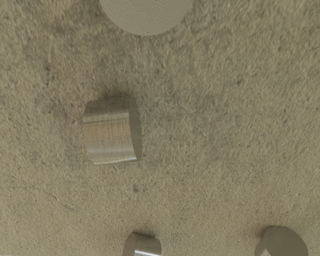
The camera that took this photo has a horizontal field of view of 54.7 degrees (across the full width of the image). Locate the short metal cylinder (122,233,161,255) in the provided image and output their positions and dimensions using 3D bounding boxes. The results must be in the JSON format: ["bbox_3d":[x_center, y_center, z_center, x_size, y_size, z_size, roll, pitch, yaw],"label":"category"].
[{"bbox_3d":[-0.037,0.242,0.577,0.050,0.080,0.079,19,128,-16],"label":"short metal cylinder"}]

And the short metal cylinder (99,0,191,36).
[{"bbox_3d":[-0.013,-0.131,0.279,0.081,0.050,0.079,0,130,0],"label":"short metal cylinder"}]

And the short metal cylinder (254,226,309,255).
[{"bbox_3d":[0.222,0.229,0.570,0.081,0.080,0.050,6,130,-6],"label":"short metal cylinder"}]

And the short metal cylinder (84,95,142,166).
[{"bbox_3d":[-0.053,0.003,0.373,0.050,0.080,0.080,-6,130,5],"label":"short metal cylinder"}]
